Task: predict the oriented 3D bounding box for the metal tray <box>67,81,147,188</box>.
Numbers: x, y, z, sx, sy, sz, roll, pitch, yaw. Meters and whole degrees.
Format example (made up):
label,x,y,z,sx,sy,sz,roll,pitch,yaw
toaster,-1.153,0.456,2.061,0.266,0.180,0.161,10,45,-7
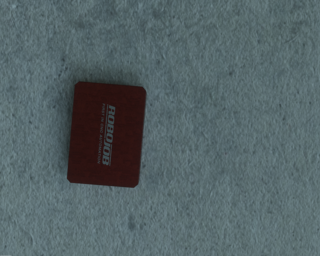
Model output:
label,x,y,z,sx,sy,sz,roll,pitch,yaw
metal tray,-0.068,0.008,0.407,0.091,0.030,0.129,5,90,-1
